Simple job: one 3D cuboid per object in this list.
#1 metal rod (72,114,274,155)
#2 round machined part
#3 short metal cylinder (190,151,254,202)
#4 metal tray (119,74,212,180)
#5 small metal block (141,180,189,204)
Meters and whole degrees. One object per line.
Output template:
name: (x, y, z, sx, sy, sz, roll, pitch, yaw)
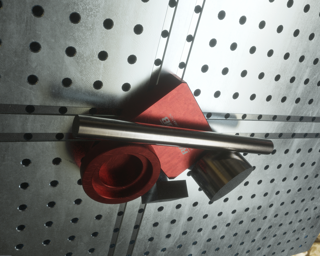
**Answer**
metal rod: (0.040, 0.014, 0.402, 0.302, 0.025, 0.025, 7, 115, -32)
round machined part: (-0.052, 0.048, 0.396, 0.099, 0.042, 0.097, -11, 128, -15)
short metal cylinder: (0.093, 0.067, 0.470, 0.080, 0.050, 0.080, -30, 154, -17)
metal tray: (0.017, 0.003, 0.422, 0.090, 0.030, 0.130, -37, 130, -4)
small metal block: (0.006, 0.095, 0.457, 0.050, 0.025, 0.050, 2, 161, -31)
